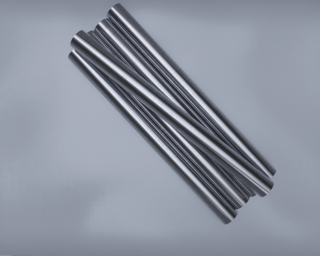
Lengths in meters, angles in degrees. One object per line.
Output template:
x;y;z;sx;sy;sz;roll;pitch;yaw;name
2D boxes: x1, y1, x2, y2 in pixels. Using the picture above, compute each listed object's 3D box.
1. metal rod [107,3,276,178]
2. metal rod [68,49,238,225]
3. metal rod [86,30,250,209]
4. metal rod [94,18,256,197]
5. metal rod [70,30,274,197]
0.042;-0.046;0.410;0.025;0.025;0.300;-43;90;0;metal rod
-0.009;0.009;0.410;0.025;0.025;0.300;-43;90;0;metal rod
0.006;-0.011;0.410;0.025;0.025;0.300;-43;90;0;metal rod
0.025;-0.026;0.410;0.025;0.025;0.300;-43;90;0;metal rod
0.015;-0.017;0.384;0.300;0.025;0.025;39;90;0;metal rod
